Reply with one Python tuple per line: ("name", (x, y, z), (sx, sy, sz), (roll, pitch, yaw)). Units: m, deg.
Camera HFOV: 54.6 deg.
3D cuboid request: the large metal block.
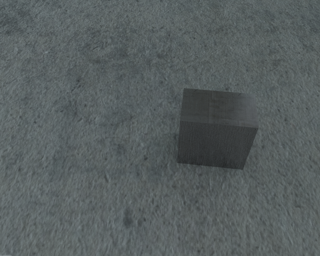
("large metal block", (0.064, 0.003, 0.366), (0.080, 0.080, 0.050), (5, 50, 4))
